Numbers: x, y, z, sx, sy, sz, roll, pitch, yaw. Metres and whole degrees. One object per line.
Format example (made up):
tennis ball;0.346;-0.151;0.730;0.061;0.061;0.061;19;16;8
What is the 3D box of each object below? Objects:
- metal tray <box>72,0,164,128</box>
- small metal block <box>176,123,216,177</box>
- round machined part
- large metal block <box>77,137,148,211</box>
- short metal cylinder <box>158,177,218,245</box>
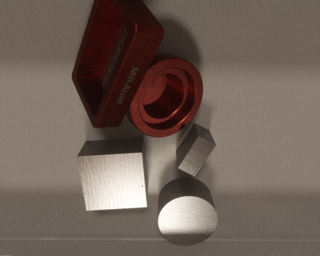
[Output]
metal tray;-0.052;-0.074;0.327;0.030;0.090;0.129;-4;140;-37
small metal block;0.046;0.027;0.409;0.025;0.050;0.050;28;108;-10
round machined part;0.000;-0.041;0.373;0.099;0.042;0.097;-15;122;-26
large metal block;-0.060;0.061;0.420;0.081;0.050;0.079;-4;110;1
short metal cylinder;0.038;0.118;0.442;0.081;0.050;0.079;0;110;-1
